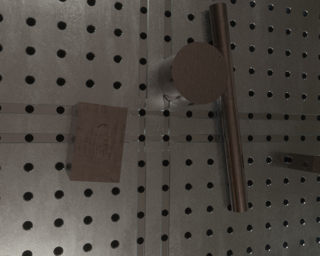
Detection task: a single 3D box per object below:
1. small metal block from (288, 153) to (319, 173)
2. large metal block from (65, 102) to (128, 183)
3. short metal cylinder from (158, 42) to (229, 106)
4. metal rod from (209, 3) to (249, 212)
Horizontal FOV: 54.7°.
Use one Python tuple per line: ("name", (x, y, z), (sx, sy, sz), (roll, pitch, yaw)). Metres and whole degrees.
("small metal block", (0.242, 0.057, 0.491), (0.050, 0.050, 0.025), (8, 88, -20))
("large metal block", (-0.076, 0.015, 0.356), (0.050, 0.080, 0.080), (7, 88, -20))
("short metal cylinder", (0.044, -0.070, 0.417), (0.081, 0.050, 0.079), (0, 90, -20))
("metal rod", (0.100, -0.027, 0.451), (0.025, 0.025, 0.298), (-8, 93, -20))
